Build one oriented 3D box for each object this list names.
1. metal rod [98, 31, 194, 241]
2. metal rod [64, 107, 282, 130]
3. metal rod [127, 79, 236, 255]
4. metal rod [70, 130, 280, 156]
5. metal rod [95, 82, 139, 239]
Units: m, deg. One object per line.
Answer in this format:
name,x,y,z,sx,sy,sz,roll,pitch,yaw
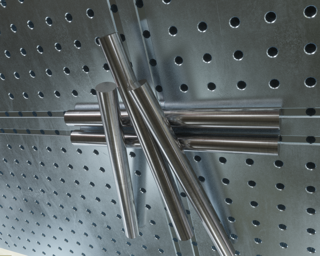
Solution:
metal rod,-0.010,0.027,0.400,0.025,0.025,0.298,-6,116,31
metal rod,-0.003,-0.013,0.404,0.301,0.025,0.025,1,119,27
metal rod,0.039,0.071,0.409,0.025,0.025,0.299,-11,120,32
metal rod,0.001,0.017,0.420,0.301,0.025,0.025,1,119,27
metal rod,-0.056,0.069,0.458,0.025,0.025,0.298,13,131,20
